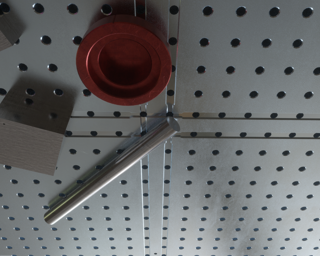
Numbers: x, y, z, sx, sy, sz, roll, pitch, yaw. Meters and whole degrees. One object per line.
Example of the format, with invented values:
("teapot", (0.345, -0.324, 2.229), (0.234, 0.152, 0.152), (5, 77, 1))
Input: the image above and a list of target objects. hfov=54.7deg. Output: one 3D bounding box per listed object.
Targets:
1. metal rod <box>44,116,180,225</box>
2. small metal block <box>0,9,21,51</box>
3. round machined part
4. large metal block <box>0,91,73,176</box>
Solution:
("metal rod", (-0.087, 0.076, 0.475), (0.025, 0.025, 0.299), (37, 121, -27))
("small metal block", (-0.186, -0.103, 0.322), (0.050, 0.025, 0.050), (-18, 128, 14))
("round machined part", (-0.037, -0.075, 0.336), (0.099, 0.042, 0.097), (0, 130, 0))
("large metal block", (-0.166, 0.009, 0.401), (0.081, 0.050, 0.079), (16, 128, -14))
